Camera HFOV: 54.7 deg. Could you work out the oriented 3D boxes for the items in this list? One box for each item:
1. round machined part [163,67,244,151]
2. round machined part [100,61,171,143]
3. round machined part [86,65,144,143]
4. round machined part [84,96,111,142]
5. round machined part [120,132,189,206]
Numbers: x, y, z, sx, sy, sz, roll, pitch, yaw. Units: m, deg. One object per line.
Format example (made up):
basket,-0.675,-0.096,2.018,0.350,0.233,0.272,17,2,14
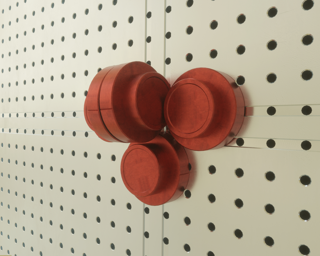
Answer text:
round machined part,0.043,-0.022,0.360,0.098,0.042,0.097,0,90,39
round machined part,-0.020,-0.031,0.369,0.042,0.099,0.097,-1,90,40
round machined part,-0.054,-0.030,0.396,0.042,0.099,0.097,2,91,40
round machined part,-0.075,-0.027,0.457,0.098,0.042,0.097,0,90,39
round machined part,-0.014,0.054,0.407,0.098,0.042,0.097,0,90,39
